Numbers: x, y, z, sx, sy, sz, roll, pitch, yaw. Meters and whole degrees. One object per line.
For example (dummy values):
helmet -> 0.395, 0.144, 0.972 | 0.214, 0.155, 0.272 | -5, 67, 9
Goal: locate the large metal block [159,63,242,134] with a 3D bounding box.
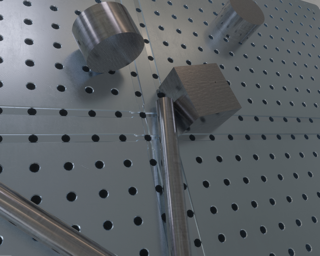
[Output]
large metal block -> 0.057, -0.044, 0.450 | 0.081, 0.050, 0.080 | -12, 68, -33

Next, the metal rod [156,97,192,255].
metal rod -> 0.018, 0.094, 0.360 | 0.025, 0.025, 0.299 | 9, 58, -24

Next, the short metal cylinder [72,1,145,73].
short metal cylinder -> -0.068, -0.117, 0.408 | 0.081, 0.080, 0.050 | -16, 71, -34

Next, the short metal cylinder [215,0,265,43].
short metal cylinder -> 0.156, -0.215, 0.607 | 0.081, 0.050, 0.080 | 14, 56, -21

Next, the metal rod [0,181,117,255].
metal rod -> -0.064, 0.118, 0.283 | 0.301, 0.025, 0.025 | 33, 51, 0
